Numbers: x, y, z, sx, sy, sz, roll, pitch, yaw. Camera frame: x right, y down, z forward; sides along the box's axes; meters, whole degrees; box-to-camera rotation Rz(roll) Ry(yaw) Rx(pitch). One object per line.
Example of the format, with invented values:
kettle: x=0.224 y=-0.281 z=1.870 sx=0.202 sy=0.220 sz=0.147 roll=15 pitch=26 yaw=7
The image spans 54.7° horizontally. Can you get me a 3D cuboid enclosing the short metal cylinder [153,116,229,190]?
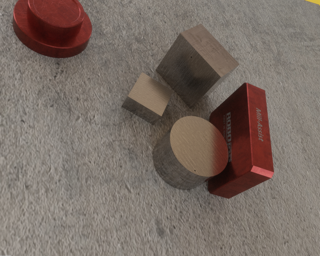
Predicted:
short metal cylinder: x=0.038 y=0.032 z=0.389 sx=0.081 sy=0.050 sz=0.080 roll=14 pitch=56 yaw=-21

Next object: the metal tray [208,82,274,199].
metal tray: x=0.101 y=0.016 z=0.406 sx=0.030 sy=0.090 sz=0.130 roll=19 pitch=54 yaw=-17

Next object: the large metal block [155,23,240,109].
large metal block: x=0.052 y=-0.088 z=0.450 sx=0.080 sy=0.080 sz=0.050 roll=49 pitch=51 yaw=6

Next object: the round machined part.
round machined part: x=-0.138 y=-0.143 z=0.406 sx=0.099 sy=0.042 sz=0.098 roll=14 pitch=56 yaw=-21

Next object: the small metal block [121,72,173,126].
small metal block: x=-0.016 y=-0.040 z=0.419 sx=0.050 sy=0.025 sz=0.050 roll=31 pitch=52 yaw=-9
